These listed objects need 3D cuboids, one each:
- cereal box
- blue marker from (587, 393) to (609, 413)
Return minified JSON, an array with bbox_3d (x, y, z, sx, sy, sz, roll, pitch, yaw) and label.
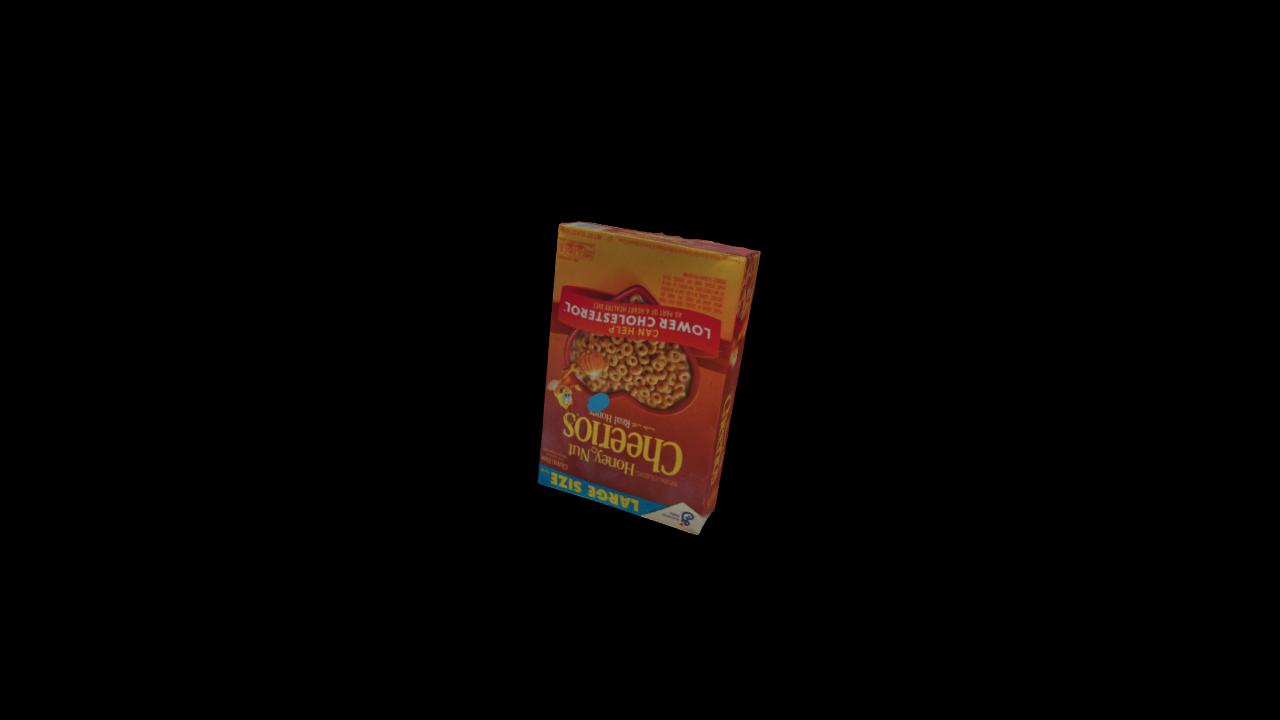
[{"bbox_3d":[0.001,0.018,0.668,0.203,0.306,0.081,14,18,19],"label":"cereal box"},{"bbox_3d":[-0.008,0.024,0.672,0.121,0.020,0.020,-29,16,-31],"label":"blue marker"}]
